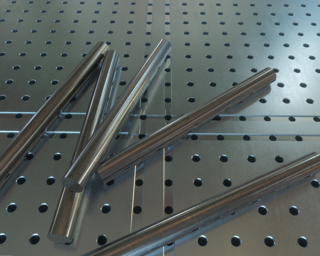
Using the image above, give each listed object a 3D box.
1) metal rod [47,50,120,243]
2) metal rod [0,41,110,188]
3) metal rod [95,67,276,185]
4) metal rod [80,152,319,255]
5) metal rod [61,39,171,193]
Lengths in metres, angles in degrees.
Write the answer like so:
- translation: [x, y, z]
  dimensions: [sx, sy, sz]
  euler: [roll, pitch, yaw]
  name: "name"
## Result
- translation: [-0.089, -0.003, 0.408]
  dimensions: [0.025, 0.025, 0.300]
  euler: [4, 50, 3]
  name: "metal rod"
- translation: [-0.149, -0.027, 0.428]
  dimensions: [0.025, 0.025, 0.301]
  euler: [16, 52, 13]
  name: "metal rod"
- translation: [0.049, -0.013, 0.419]
  dimensions: [0.302, 0.025, 0.025]
  euler: [-30, 56, -23]
  name: "metal rod"
- translation: [0.053, 0.089, 0.333]
  dimensions: [0.302, 0.025, 0.025]
  euler: [-20, 53, -16]
  name: "metal rod"
- translation: [-0.042, -0.040, 0.423]
  dimensions: [0.025, 0.025, 0.301]
  euler: [15, 46, 12]
  name: "metal rod"
